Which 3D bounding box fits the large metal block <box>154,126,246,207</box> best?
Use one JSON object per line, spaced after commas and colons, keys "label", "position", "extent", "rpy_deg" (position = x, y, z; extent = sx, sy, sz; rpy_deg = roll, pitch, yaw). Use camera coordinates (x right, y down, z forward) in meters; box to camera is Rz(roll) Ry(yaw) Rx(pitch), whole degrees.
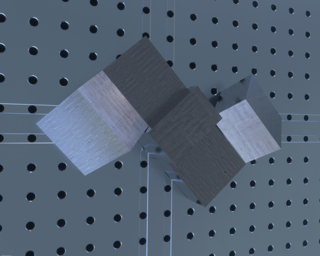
{"label": "large metal block", "position": [0.053, 0.045, 0.418], "extent": [0.080, 0.050, 0.080], "rpy_deg": [-43, 102, -15]}

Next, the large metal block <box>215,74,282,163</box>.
{"label": "large metal block", "position": [0.121, -0.014, 0.421], "extent": [0.080, 0.050, 0.080], "rpy_deg": [51, 35, -14]}

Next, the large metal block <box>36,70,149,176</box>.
{"label": "large metal block", "position": [-0.075, -0.004, 0.348], "extent": [0.080, 0.080, 0.050], "rpy_deg": [51, 36, -13]}

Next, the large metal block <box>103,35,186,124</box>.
{"label": "large metal block", "position": [-0.029, -0.054, 0.388], "extent": [0.080, 0.050, 0.080], "rpy_deg": [-43, 104, -14]}

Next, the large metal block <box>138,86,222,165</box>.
{"label": "large metal block", "position": [0.016, -0.004, 0.389], "extent": [0.080, 0.080, 0.050], "rpy_deg": [-44, 105, -15]}
